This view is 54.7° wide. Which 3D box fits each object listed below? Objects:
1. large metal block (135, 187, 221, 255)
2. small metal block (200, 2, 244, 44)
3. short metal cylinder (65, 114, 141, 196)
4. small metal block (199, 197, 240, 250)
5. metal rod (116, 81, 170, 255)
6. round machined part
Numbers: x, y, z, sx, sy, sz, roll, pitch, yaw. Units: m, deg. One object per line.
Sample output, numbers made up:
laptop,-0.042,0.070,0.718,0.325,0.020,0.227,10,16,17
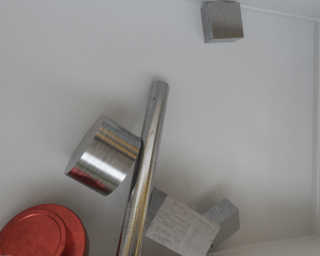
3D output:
large metal block,0.014,0.116,0.388,0.080,0.080,0.050,34,79,-17
small metal block,0.089,-0.151,0.445,0.050,0.025,0.050,-9,93,-20
short metal cylinder,-0.066,0.031,0.358,0.050,0.080,0.080,35,79,-17
small metal block,0.083,0.133,0.431,0.050,0.025,0.050,-32,133,-18
metal rod,-0.021,0.071,0.336,0.025,0.025,0.300,22,57,-19
round machined part,-0.128,0.126,0.327,0.099,0.042,0.098,0,53,0
